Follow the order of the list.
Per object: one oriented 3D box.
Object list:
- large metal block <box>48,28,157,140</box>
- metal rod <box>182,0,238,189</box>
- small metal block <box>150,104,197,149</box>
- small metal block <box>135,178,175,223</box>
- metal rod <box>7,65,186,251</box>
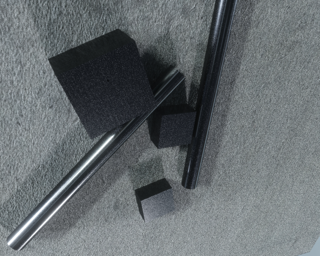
[{"bbox_3d":[-0.059,-0.047,0.330,0.080,0.050,0.080,-28,128,-11],"label":"large metal block"},{"bbox_3d":[0.063,-0.041,0.417,0.025,0.025,0.298,-7,122,-25],"label":"metal rod"},{"bbox_3d":[0.017,-0.003,0.416,0.050,0.025,0.050,-8,122,-25],"label":"small metal block"},{"bbox_3d":[-0.007,0.111,0.473,0.050,0.025,0.050,-19,126,-18],"label":"small metal block"},{"bbox_3d":[-0.082,0.039,0.387,0.300,0.025,0.025,-46,130,4],"label":"metal rod"}]
